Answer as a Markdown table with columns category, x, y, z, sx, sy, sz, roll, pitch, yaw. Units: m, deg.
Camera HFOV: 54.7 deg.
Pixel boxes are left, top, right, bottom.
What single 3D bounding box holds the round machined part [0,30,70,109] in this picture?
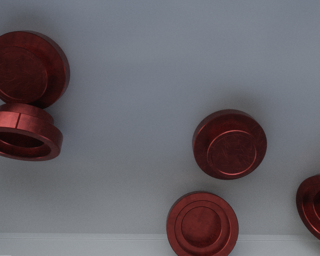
| category | x | y | z | sx | sy | sz | roll | pitch | yaw |
| --- | --- | --- | --- | --- | --- | --- | --- | --- | --- |
| round machined part | -0.164 | -0.067 | 0.376 | 0.099 | 0.042 | 0.097 | 0 | 110 | 0 |

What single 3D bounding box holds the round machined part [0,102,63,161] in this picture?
| category | x | y | z | sx | sy | sz | roll | pitch | yaw |
| --- | --- | --- | --- | --- | --- | --- | --- | --- | --- |
| round machined part | -0.171 | 0.004 | 0.384 | 0.099 | 0.042 | 0.098 | 2 | 152 | 1 |

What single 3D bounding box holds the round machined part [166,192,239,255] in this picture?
| category | x | y | z | sx | sy | sz | roll | pitch | yaw |
| --- | --- | --- | --- | --- | --- | --- | --- | --- | --- |
| round machined part | 0.058 | 0.139 | 0.441 | 0.099 | 0.042 | 0.097 | 0 | 85 | -1 |

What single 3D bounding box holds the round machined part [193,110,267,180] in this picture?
| category | x | y | z | sx | sy | sz | roll | pitch | yaw |
| --- | --- | --- | --- | --- | --- | --- | --- | --- | --- |
| round machined part | 0.094 | 0.028 | 0.413 | 0.099 | 0.042 | 0.097 | 0 | 110 | 0 |

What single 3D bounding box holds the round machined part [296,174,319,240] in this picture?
| category | x | y | z | sx | sy | sz | roll | pitch | yaw |
| --- | --- | --- | --- | --- | --- | --- | --- | --- | --- |
| round machined part | 0.241 | 0.107 | 0.422 | 0.042 | 0.098 | 0.097 | -11 | 113 | -28 |
